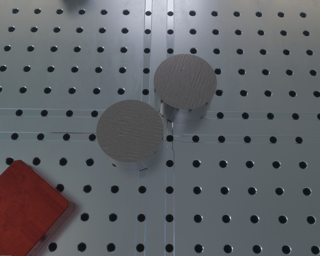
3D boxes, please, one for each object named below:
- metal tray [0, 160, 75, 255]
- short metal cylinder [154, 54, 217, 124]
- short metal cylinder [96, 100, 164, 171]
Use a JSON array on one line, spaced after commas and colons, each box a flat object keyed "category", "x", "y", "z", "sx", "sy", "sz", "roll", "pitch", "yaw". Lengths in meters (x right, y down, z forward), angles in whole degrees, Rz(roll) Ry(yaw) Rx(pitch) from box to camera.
[{"category": "metal tray", "x": -0.179, "y": 0.114, "z": 0.366, "sx": 0.090, "sy": 0.030, "sz": 0.130, "roll": 37, "pitch": 74, "yaw": 12}, {"category": "short metal cylinder", "x": 0.032, "y": -0.052, "z": 0.417, "sx": 0.081, "sy": 0.050, "sz": 0.080, "roll": 0, "pitch": 70, "yaw": 0}, {"category": "short metal cylinder", "x": -0.036, "y": 0.011, "z": 0.394, "sx": 0.081, "sy": 0.050, "sz": 0.080, "roll": 0, "pitch": 70, "yaw": 0}]
